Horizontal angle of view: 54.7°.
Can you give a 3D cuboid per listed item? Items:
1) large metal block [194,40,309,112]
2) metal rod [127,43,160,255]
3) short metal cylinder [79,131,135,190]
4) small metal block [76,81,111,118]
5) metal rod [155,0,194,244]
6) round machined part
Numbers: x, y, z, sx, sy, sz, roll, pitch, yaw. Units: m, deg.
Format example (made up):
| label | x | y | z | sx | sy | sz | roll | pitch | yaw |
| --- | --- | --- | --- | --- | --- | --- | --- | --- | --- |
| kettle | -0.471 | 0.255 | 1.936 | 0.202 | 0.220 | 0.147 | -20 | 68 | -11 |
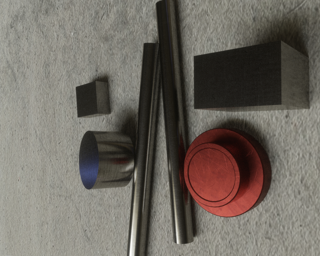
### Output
| label | x | y | z | sx | sy | sz | roll | pitch | yaw |
| --- | --- | --- | --- | --- | --- | --- | --- | --- | --- |
| large metal block | 0.088 | -0.043 | 0.295 | 0.080 | 0.081 | 0.050 | 0 | 90 | 39 |
| metal rod | -0.022 | 0.038 | 0.420 | 0.025 | 0.025 | 0.298 | 8 | 95 | 39 |
| short metal cylinder | -0.076 | 0.044 | 0.434 | 0.080 | 0.050 | 0.080 | -6 | 83 | 58 |
| small metal block | -0.106 | -0.044 | 0.490 | 0.050 | 0.025 | 0.050 | -7 | 85 | 39 |
| metal rod | 0.018 | -0.010 | 0.388 | 0.025 | 0.025 | 0.298 | -7 | 85 | 39 |
| round machined part | 0.066 | 0.049 | 0.338 | 0.098 | 0.042 | 0.097 | 0 | 90 | 39 |
